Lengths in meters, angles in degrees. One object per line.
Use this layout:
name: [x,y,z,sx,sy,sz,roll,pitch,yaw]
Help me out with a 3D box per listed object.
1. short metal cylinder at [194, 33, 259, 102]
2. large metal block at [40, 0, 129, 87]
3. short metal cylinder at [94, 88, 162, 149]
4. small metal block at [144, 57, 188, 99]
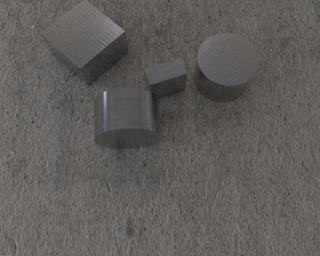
short metal cylinder: [0.089,-0.082,0.426,0.081,0.050,0.080,0,70,0]
large metal block: [-0.104,-0.120,0.438,0.080,0.050,0.080,41,75,13]
short metal cylinder: [-0.040,-0.009,0.382,0.081,0.080,0.050,-4,70,-1]
small metal block: [0.007,-0.064,0.419,0.050,0.050,0.025,-19,71,-7]
